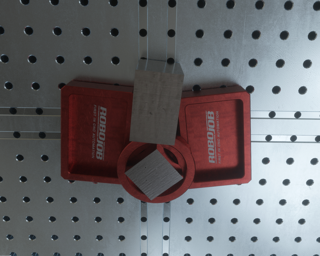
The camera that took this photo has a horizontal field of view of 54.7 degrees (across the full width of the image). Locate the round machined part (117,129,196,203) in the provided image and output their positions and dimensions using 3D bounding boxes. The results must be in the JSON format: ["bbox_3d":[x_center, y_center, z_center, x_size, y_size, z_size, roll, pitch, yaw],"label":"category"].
[{"bbox_3d":[-0.004,0.046,0.407,0.099,0.042,0.097,0,110,0],"label":"round machined part"}]

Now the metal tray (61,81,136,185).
[{"bbox_3d":[-0.081,0.008,0.409,0.091,0.030,0.129,6,110,-3],"label":"metal tray"}]

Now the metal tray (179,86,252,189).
[{"bbox_3d":[0.072,0.014,0.412,0.091,0.030,0.129,-6,110,2],"label":"metal tray"}]

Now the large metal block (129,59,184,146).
[{"bbox_3d":[-0.005,-0.034,0.367,0.050,0.080,0.079,6,110,-2],"label":"large metal block"}]

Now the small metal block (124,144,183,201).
[{"bbox_3d":[-0.007,0.053,0.384,0.050,0.025,0.050,-37,106,12],"label":"small metal block"}]
